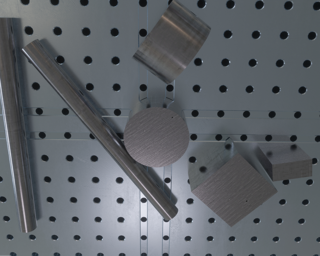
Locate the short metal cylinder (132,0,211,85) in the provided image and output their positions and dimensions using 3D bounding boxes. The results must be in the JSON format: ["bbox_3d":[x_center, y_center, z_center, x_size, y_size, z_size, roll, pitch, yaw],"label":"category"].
[{"bbox_3d":[0.012,-0.096,0.349,0.050,0.080,0.080,35,106,-12],"label":"short metal cylinder"}]

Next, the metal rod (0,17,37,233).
[{"bbox_3d":[-0.193,0.010,0.415,0.025,0.025,0.298,2,110,-1],"label":"metal rod"}]

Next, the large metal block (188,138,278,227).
[{"bbox_3d":[0.098,0.075,0.429,0.080,0.050,0.080,43,104,-14],"label":"large metal block"}]

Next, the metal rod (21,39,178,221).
[{"bbox_3d":[-0.070,0.014,0.417,0.025,0.025,0.300,-34,107,11],"label":"metal rod"}]

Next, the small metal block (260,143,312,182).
[{"bbox_3d":[0.169,0.046,0.419,0.050,0.050,0.025,-8,110,3],"label":"small metal block"}]

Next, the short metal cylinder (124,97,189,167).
[{"bbox_3d":[-0.004,0.004,0.402,0.081,0.050,0.079,0,110,0],"label":"short metal cylinder"}]
